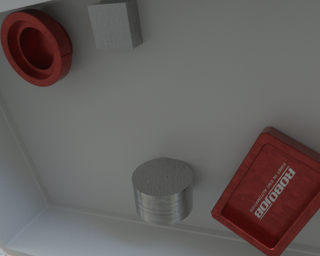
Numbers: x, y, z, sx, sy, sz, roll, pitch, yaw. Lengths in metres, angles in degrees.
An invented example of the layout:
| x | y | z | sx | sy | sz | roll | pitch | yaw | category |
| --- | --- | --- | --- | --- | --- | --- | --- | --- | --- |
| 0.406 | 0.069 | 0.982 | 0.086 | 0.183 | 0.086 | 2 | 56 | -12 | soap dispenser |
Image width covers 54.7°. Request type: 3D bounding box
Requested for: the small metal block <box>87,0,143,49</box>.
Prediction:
| x | y | z | sx | sy | sz | roll | pitch | yaw | category |
| --- | --- | --- | --- | --- | --- | --- | --- | --- | --- |
| -0.051 | -0.120 | 0.360 | 0.050 | 0.025 | 0.050 | 6 | 121 | 24 | small metal block |

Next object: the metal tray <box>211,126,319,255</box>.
| x | y | z | sx | sy | sz | roll | pitch | yaw | category |
| --- | --- | --- | --- | --- | --- | --- | --- | --- | --- |
| 0.128 | 0.075 | 0.357 | 0.090 | 0.030 | 0.129 | 33 | 116 | 17 | metal tray |

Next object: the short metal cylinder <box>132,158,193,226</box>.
| x | y | z | sx | sy | sz | roll | pitch | yaw | category |
| --- | --- | --- | --- | --- | --- | --- | --- | --- | --- |
| 0.005 | 0.084 | 0.422 | 0.080 | 0.080 | 0.050 | 10 | 122 | 23 | short metal cylinder |

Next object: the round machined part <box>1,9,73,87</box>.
| x | y | z | sx | sy | sz | roll | pitch | yaw | category |
| --- | --- | --- | --- | --- | --- | --- | --- | --- | --- |
| -0.157 | -0.108 | 0.412 | 0.098 | 0.042 | 0.097 | 13 | 124 | 20 | round machined part |

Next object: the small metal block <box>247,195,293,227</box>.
| x | y | z | sx | sy | sz | roll | pitch | yaw | category |
| --- | --- | --- | --- | --- | --- | --- | --- | --- | --- |
| 0.142 | 0.103 | 0.397 | 0.050 | 0.025 | 0.050 | -4 | 117 | 29 | small metal block |
